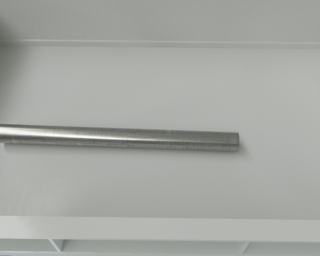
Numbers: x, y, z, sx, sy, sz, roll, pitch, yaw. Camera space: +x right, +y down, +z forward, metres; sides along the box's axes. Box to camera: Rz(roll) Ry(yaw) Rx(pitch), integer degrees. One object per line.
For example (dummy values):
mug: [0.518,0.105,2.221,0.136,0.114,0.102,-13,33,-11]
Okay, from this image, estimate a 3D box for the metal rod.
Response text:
metal rod: [-0.053,0.012,0.394,0.302,0.025,0.025,2,50,1]
